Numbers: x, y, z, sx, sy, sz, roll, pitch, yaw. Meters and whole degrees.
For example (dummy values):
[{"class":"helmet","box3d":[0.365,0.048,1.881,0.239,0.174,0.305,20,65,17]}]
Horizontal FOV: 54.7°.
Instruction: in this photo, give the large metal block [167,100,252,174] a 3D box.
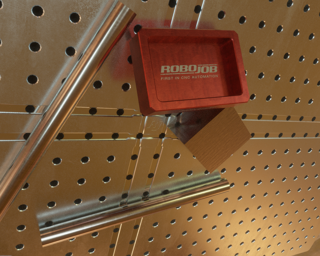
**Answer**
[{"class":"large metal block","box3d":[0.071,0.005,0.439,0.080,0.050,0.080,-42,130,0]}]

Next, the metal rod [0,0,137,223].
[{"class":"metal rod","box3d":[-0.121,-0.004,0.343,0.025,0.025,0.299,28,103,-38]}]

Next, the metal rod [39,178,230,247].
[{"class":"metal rod","box3d":[-0.023,0.123,0.476,0.303,0.025,0.025,-10,123,-24]}]

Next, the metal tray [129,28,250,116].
[{"class":"metal tray","box3d":[0.037,-0.066,0.358,0.131,0.030,0.089,-7,85,-25]}]
